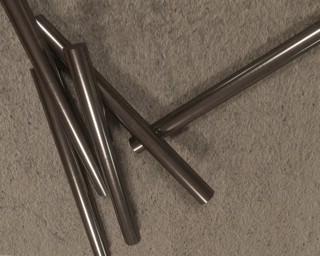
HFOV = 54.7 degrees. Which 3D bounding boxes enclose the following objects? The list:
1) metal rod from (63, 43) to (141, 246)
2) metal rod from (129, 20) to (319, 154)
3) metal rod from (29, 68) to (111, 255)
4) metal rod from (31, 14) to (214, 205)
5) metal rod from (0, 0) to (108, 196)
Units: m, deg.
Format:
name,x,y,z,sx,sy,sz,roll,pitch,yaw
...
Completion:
name,x,y,z,sx,sy,sz,roll,pitch,yaw
metal rod,-0.066,0.042,0.399,0.025,0.025,0.298,-9,120,3
metal rod,0.091,-0.053,0.391,0.300,0.025,0.025,-32,107,10
metal rod,-0.118,0.062,0.430,0.025,0.025,0.298,-11,110,3
metal rod,-0.043,-0.017,0.381,0.025,0.025,0.300,-42,98,14
metal rod,-0.120,-0.038,0.375,0.025,0.025,0.298,-16,117,5
